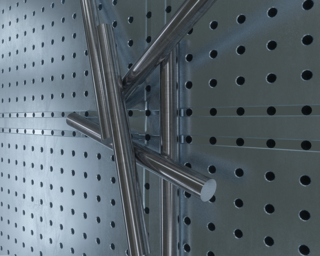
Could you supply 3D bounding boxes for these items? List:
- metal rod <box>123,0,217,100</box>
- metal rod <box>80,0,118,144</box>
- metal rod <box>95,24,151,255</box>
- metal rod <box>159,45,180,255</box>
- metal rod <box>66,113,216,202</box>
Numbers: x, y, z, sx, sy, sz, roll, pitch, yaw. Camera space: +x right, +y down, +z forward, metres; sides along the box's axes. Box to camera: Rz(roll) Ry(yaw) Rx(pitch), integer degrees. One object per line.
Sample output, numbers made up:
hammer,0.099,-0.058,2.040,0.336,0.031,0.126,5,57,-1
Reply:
metal rod,0.009,-0.103,0.358,0.299,0.025,0.025,-40,66,46
metal rod,-0.096,-0.120,0.459,0.025,0.025,0.299,-29,64,36
metal rod,-0.050,0.002,0.390,0.025,0.025,0.299,-25,69,37
metal rod,0.012,0.033,0.397,0.025,0.025,0.298,-1,90,39
metal rod,-0.049,0.025,0.424,0.300,0.025,0.025,22,104,45
